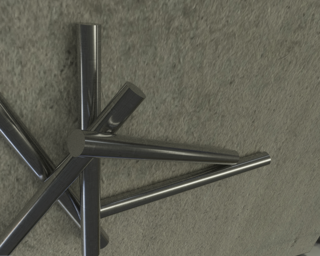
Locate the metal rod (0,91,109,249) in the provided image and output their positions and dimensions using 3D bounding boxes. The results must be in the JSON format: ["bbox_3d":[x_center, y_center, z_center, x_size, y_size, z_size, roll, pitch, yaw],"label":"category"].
[{"bbox_3d":[-0.131,0.061,0.373,0.025,0.025,0.299,-29,129,-10],"label":"metal rod"}]

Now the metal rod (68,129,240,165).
[{"bbox_3d":[0.022,0.031,0.390,0.302,0.025,0.025,10,114,-50],"label":"metal rod"}]

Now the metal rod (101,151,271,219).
[{"bbox_3d":[0.049,0.084,0.487,0.303,0.025,0.025,-13,124,-22],"label":"metal rod"}]

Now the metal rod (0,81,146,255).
[{"bbox_3d":[-0.120,0.068,0.349,0.025,0.025,0.299,29,111,-38],"label":"metal rod"}]

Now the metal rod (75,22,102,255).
[{"bbox_3d":[-0.082,0.033,0.364,0.025,0.025,0.298,-7,116,-25],"label":"metal rod"}]
